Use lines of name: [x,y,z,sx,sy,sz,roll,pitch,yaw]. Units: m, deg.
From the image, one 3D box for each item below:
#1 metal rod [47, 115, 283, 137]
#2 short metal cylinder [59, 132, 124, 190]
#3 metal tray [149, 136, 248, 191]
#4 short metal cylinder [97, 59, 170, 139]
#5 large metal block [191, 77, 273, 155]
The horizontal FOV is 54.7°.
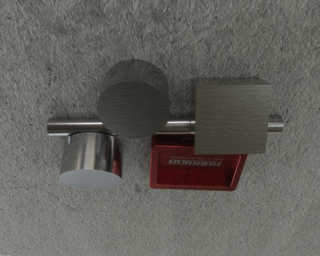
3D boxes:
metal rod: [0.007,-0.003,0.408,0.302,0.025,0.025,-1,130,0]
short metal cylinder: [-0.090,0.047,0.415,0.081,0.050,0.080,-1,151,0]
metal tray: [0.052,0.050,0.447,0.131,0.030,0.089,2,130,-3]
short metal cylinder: [-0.029,-0.034,0.363,0.081,0.050,0.079,0,130,0]
large metal block: [0.079,-0.016,0.363,0.081,0.050,0.079,-1,109,0]
